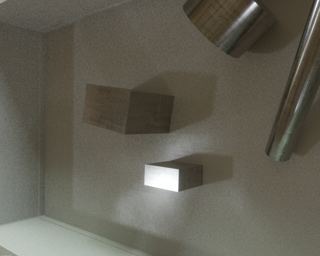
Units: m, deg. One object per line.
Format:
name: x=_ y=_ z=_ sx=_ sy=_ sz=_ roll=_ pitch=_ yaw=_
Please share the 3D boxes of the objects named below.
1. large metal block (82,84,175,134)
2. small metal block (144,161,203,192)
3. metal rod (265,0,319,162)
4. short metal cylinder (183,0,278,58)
large metal block: x=-0.041 y=-0.025 z=0.402 sx=0.080 sy=0.081 sz=0.050 roll=14 pitch=99 yaw=39
small metal block: x=0.017 y=0.057 z=0.375 sx=0.050 sy=0.050 sz=0.025 roll=3 pitch=92 yaw=39
metal rod: x=0.122 y=-0.091 z=0.217 sx=0.025 sy=0.025 sz=0.298 roll=35 pitch=139 yaw=34
short metal cylinder: x=0.070 y=-0.117 z=0.312 sx=0.050 sy=0.081 sz=0.080 roll=-45 pitch=63 yaw=30
